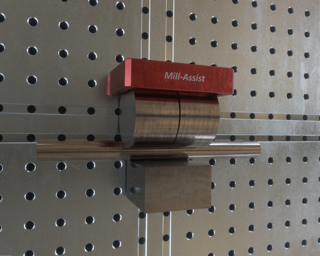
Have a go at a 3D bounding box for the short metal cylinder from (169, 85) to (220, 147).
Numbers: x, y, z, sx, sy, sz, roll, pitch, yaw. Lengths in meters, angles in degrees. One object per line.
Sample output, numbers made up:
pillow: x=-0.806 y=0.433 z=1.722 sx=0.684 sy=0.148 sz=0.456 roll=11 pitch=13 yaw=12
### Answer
short metal cylinder: x=0.033 y=-0.016 z=0.393 sx=0.050 sy=0.080 sz=0.079 roll=2 pitch=90 yaw=-20

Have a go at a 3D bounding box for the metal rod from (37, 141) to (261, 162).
metal rod: x=0.000 y=0.029 z=0.409 sx=0.303 sy=0.025 sz=0.025 roll=1 pitch=90 yaw=-20

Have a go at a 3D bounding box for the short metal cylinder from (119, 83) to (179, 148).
short metal cylinder: x=-0.016 y=-0.016 z=0.375 sx=0.050 sy=0.080 sz=0.079 roll=1 pitch=90 yaw=-20

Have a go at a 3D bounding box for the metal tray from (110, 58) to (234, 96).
metal tray: x=0.012 y=-0.056 z=0.378 sx=0.131 sy=0.090 sz=0.030 roll=1 pitch=90 yaw=-20

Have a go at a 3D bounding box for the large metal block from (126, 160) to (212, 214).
large metal block: x=0.008 y=0.067 z=0.382 sx=0.081 sy=0.080 sz=0.050 roll=1 pitch=90 yaw=-20
